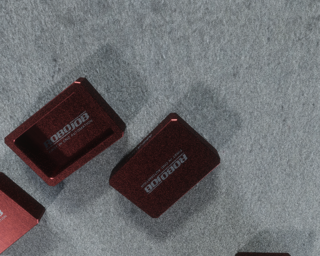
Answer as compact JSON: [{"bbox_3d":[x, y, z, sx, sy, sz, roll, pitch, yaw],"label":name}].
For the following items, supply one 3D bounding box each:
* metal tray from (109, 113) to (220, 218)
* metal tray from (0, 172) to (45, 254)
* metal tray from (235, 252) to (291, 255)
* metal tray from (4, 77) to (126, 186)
[{"bbox_3d":[0.005,0.054,0.427,0.090,0.030,0.130,42,104,-14],"label":"metal tray"},{"bbox_3d":[-0.248,0.136,0.454,0.130,0.030,0.090,-39,106,13],"label":"metal tray"},{"bbox_3d":[0.164,0.266,0.507,0.091,0.030,0.129,2,110,-1],"label":"metal tray"},{"bbox_3d":[-0.123,0.007,0.407,0.130,0.030,0.090,-36,107,12],"label":"metal tray"}]
